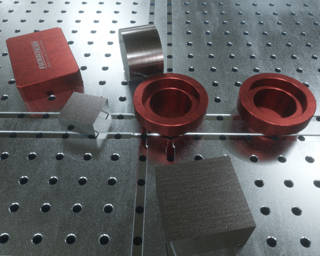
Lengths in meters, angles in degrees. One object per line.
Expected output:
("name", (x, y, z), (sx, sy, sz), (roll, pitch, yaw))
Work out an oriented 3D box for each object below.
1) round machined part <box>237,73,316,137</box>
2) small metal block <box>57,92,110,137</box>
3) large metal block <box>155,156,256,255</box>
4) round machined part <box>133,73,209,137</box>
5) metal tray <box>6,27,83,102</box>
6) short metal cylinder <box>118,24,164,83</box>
("round machined part", (0.153, -0.027, 0.420), (0.099, 0.042, 0.098), (0, 50, 0))
("small metal block", (-0.103, -0.019, 0.423), (0.050, 0.025, 0.050), (12, 51, 10))
("large metal block", (0.042, 0.081, 0.323), (0.081, 0.050, 0.080), (-8, 51, -7))
("round machined part", (0.014, -0.027, 0.419), (0.099, 0.042, 0.098), (0, 50, 0))
("metal tray", (-0.185, -0.106, 0.492), (0.091, 0.030, 0.130), (-19, 53, -16))
("short metal cylinder", (-0.029, -0.112, 0.465), (0.050, 0.080, 0.080), (-12, 51, -10))
